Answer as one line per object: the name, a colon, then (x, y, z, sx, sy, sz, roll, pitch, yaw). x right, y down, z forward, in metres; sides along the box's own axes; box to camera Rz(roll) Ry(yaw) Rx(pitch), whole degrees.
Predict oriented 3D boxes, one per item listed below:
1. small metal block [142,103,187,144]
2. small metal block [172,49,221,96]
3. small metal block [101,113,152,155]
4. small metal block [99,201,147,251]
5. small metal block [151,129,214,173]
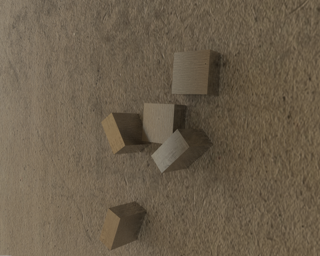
small metal block: (0.005, -0.006, 0.401, 0.050, 0.025, 0.050, 6, 94, 40)
small metal block: (0.043, -0.064, 0.370, 0.050, 0.025, 0.050, 6, 94, 40)
small metal block: (-0.046, 0.007, 0.427, 0.025, 0.050, 0.050, -38, 67, 34)
small metal block: (-0.051, 0.135, 0.431, 0.025, 0.050, 0.050, 28, 108, 36)
small metal block: (0.027, 0.026, 0.367, 0.050, 0.050, 0.025, -47, 62, 30)
